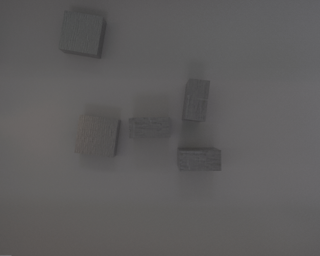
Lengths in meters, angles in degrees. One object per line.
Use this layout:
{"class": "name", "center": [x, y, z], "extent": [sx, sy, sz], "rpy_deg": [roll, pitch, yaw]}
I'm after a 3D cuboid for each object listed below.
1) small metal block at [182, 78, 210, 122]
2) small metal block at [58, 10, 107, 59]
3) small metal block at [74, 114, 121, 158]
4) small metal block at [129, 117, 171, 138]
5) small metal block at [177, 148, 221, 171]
{"class": "small metal block", "center": [0.045, -0.034, 0.399], "extent": [0.025, 0.050, 0.050], "rpy_deg": [7, 90, 0]}
{"class": "small metal block", "center": [-0.102, -0.123, 0.410], "extent": [0.050, 0.025, 0.050], "rpy_deg": [9, 90, 0]}
{"class": "small metal block", "center": [-0.082, 0.010, 0.411], "extent": [0.050, 0.025, 0.050], "rpy_deg": [8, 90, 0]}
{"class": "small metal block", "center": [-0.012, -0.001, 0.399], "extent": [0.050, 0.050, 0.025], "rpy_deg": [-1, 90, 0]}
{"class": "small metal block", "center": [0.049, 0.039, 0.399], "extent": [0.050, 0.050, 0.025], "rpy_deg": [-1, 90, 0]}
